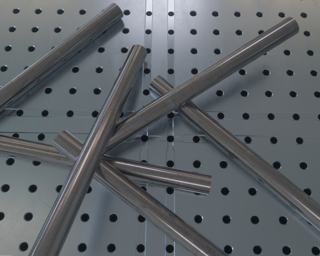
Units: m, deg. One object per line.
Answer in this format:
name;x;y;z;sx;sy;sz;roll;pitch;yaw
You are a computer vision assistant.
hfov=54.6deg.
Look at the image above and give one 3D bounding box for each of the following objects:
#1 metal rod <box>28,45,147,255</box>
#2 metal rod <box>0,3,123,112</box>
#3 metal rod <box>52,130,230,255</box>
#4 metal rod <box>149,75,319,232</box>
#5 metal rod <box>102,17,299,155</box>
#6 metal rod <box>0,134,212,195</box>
metal rod;-0.068;0.004;0.366;0.025;0.025;0.300;14;54;5
metal rod;-0.172;-0.082;0.440;0.301;0.025;0.025;-43;76;-14
metal rod;-0.001;0.101;0.359;0.300;0.025;0.025;36;74;6
metal rod;0.104;0.032;0.400;0.300;0.025;0.025;41;75;13
metal rod;0.049;-0.057;0.401;0.301;0.025;0.025;-32;73;-4
metal rod;-0.086;0.044;0.395;0.301;0.025;0.025;11;70;4
